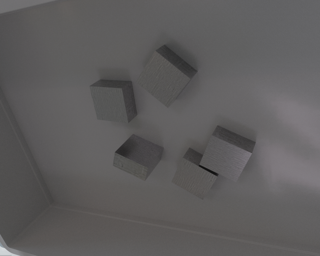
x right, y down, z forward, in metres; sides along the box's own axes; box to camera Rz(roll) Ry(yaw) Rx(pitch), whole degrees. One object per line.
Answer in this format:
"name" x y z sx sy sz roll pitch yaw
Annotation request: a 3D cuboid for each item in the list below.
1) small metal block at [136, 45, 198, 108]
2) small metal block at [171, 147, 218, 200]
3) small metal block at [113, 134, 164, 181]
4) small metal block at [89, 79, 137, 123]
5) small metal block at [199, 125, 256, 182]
"small metal block" 0.007 -0.061 0.367 0.050 0.025 0.050 39 129 1
"small metal block" 0.049 0.062 0.421 0.050 0.025 0.050 28 128 10
"small metal block" -0.030 0.040 0.433 0.050 0.050 0.025 24 127 14
"small metal block" -0.062 -0.037 0.419 0.050 0.025 0.050 7 122 24
"small metal block" 0.083 0.032 0.385 0.050 0.025 0.050 25 127 12
